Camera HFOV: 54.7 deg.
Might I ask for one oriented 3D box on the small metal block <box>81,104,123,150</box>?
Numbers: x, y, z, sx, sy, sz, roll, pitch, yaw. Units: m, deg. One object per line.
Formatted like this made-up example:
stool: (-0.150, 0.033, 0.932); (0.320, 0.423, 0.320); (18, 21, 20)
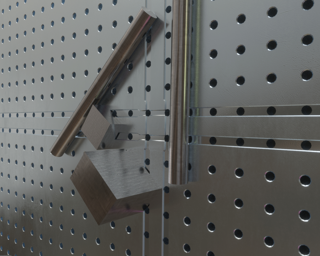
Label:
small metal block: (-0.092, -0.001, 0.482); (0.050, 0.025, 0.050); (45, 117, 30)

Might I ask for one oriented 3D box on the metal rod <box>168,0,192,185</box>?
metal rod: (0.026, -0.080, 0.386); (0.025, 0.025, 0.298); (2, 91, 39)

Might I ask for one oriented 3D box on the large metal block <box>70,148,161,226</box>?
large metal block: (-0.061, 0.075, 0.421); (0.080, 0.081, 0.050); (49, 119, 28)

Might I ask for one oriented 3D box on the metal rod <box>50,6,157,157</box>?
metal rod: (-0.100, -0.057, 0.489); (0.299, 0.025, 0.025); (-49, 61, 28)
